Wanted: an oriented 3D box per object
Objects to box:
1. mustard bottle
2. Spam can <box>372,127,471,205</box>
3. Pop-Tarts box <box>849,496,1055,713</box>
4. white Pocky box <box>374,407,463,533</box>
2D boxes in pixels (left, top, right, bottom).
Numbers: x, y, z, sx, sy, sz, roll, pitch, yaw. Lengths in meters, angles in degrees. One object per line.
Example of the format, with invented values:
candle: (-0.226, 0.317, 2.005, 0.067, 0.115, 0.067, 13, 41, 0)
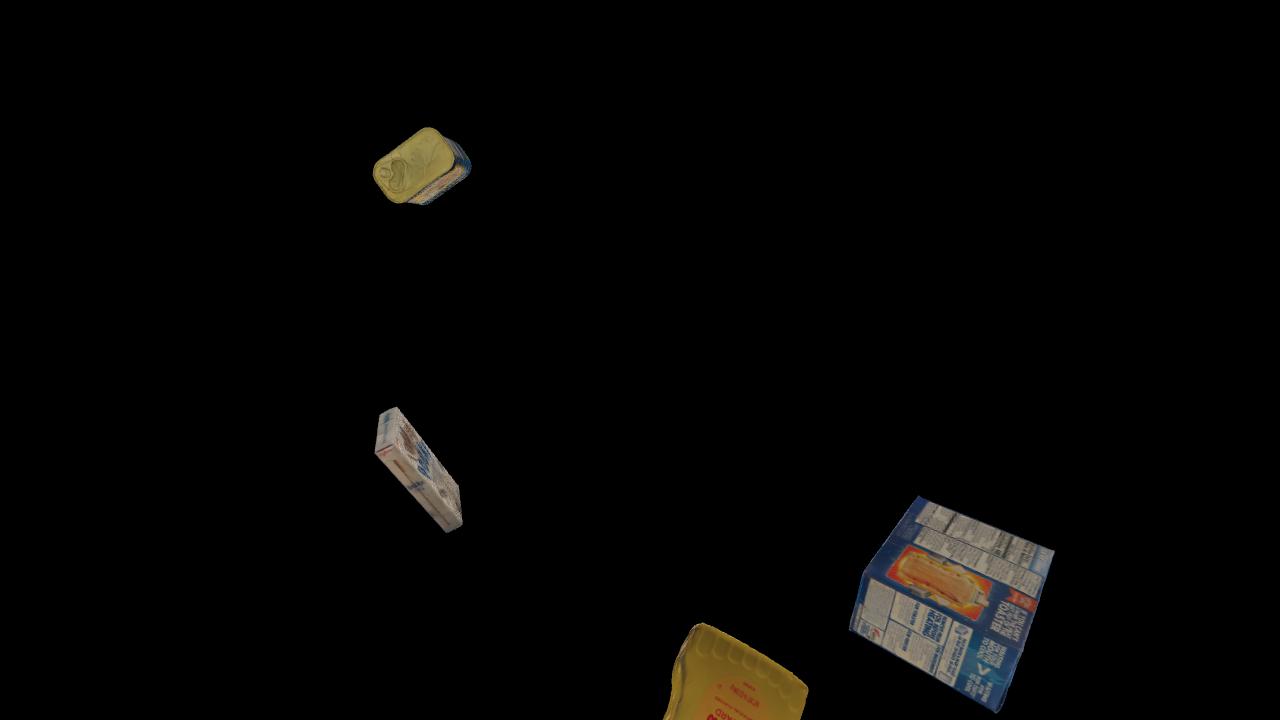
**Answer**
mustard bottle: (0.036, 0.277, 0.395, 0.092, 0.184, 0.054, 31, -28, 2)
Spam can: (-0.273, -0.243, 0.785, 0.101, 0.058, 0.085, -32, 8, 7)
Pop-Tarts box: (0.319, 0.236, 0.628, 0.141, 0.083, 0.167, 20, 30, 35)
white Pocky box: (-0.274, 0.139, 0.767, 0.028, 0.154, 0.084, -27, 33, -3)
